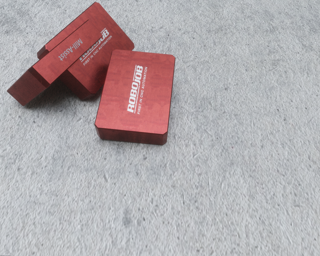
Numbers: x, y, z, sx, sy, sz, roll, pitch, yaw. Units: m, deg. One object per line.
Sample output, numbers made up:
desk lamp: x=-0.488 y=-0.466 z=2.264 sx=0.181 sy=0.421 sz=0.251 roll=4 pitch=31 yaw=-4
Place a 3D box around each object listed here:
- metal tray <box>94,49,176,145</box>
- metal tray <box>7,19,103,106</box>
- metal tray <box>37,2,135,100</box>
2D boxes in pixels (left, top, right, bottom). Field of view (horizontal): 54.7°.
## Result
metal tray: x=-0.030 y=-0.045 z=0.419 sx=0.091 sy=0.030 sz=0.130 roll=6 pitch=61 yaw=1
metal tray: x=-0.147 y=-0.093 z=0.439 sx=0.090 sy=0.030 sz=0.130 roll=-19 pitch=30 yaw=45
metal tray: x=-0.104 y=-0.116 z=0.460 sx=0.030 sy=0.090 sz=0.130 roll=-18 pitch=32 yaw=46
